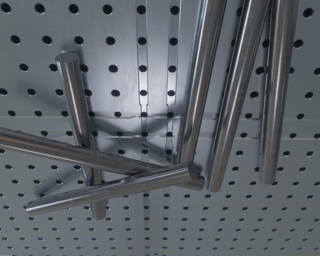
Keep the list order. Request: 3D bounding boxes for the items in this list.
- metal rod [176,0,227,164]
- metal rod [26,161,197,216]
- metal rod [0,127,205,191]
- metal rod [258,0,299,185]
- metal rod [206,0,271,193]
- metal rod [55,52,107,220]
[{"bbox_3d":[0.047,-0.065,0.356,0.025,0.025,0.298,3,130,-3],"label":"metal rod"},{"bbox_3d":[-0.086,0.093,0.449,0.300,0.025,0.025,-18,129,28],"label":"metal rod"},{"bbox_3d":[-0.069,0.047,0.423,0.302,0.025,0.025,17,129,-24],"label":"metal rod"},{"bbox_3d":[0.142,-0.035,0.382,0.025,0.025,0.299,-7,130,6],"label":"metal rod"},{"bbox_3d":[0.090,-0.022,0.393,0.025,0.025,0.298,2,130,-2],"label":"metal rod"},{"bbox_3d":[-0.104,0.035,0.440,0.025,0.025,0.298,0,130,0],"label":"metal rod"}]
